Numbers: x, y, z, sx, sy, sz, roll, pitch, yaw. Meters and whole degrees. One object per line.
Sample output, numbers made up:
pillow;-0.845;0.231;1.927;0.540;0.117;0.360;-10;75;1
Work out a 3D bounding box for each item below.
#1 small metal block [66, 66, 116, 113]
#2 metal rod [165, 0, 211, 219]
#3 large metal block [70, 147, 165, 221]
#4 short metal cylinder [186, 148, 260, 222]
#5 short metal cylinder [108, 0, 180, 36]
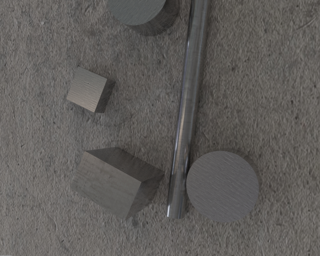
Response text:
small metal block;-0.099;-0.054;0.444;0.050;0.025;0.050;25;98;18
metal rod;0.037;-0.035;0.395;0.025;0.025;0.298;8;93;20
large metal block;-0.051;0.066;0.398;0.080;0.080;0.050;26;99;18
short metal cylinder;0.077;0.065;0.368;0.080;0.050;0.079;0;90;20
short metal cylinder;-0.020;-0.166;0.403;0.080;0.050;0.079;0;90;20
